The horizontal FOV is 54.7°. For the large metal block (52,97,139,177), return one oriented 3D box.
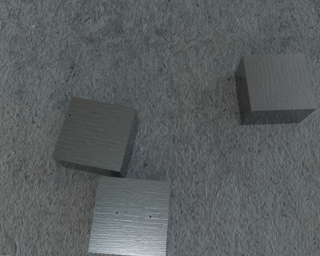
[{"bbox_3d":[-0.077,0.014,0.389,0.080,0.050,0.080,11,70,4],"label":"large metal block"}]

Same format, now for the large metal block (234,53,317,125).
[{"bbox_3d":[0.150,-0.051,0.414,0.081,0.050,0.080,-2,70,-1],"label":"large metal block"}]

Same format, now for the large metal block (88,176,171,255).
[{"bbox_3d":[-0.031,0.103,0.357,0.080,0.050,0.080,4,70,1],"label":"large metal block"}]
